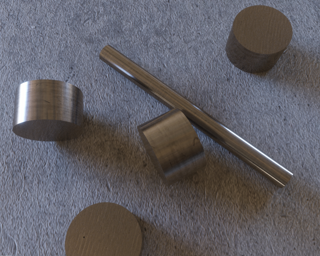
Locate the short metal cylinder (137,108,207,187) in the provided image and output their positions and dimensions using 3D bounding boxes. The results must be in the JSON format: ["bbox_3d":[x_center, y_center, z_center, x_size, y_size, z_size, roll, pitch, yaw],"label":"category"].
[{"bbox_3d":[0.013,0.023,0.371,0.050,0.080,0.080,-26,72,-9],"label":"short metal cylinder"}]

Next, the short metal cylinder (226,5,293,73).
[{"bbox_3d":[0.139,-0.126,0.442,0.081,0.050,0.080,0,70,0],"label":"short metal cylinder"}]

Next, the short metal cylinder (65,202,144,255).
[{"bbox_3d":[-0.059,0.127,0.348,0.081,0.050,0.080,0,70,0],"label":"short metal cylinder"}]

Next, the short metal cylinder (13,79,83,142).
[{"bbox_3d":[-0.137,-0.019,0.385,0.081,0.080,0.050,-5,70,-2],"label":"short metal cylinder"}]

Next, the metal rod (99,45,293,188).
[{"bbox_3d":[0.039,-0.022,0.416,0.300,0.025,0.025,36,74,12],"label":"metal rod"}]
